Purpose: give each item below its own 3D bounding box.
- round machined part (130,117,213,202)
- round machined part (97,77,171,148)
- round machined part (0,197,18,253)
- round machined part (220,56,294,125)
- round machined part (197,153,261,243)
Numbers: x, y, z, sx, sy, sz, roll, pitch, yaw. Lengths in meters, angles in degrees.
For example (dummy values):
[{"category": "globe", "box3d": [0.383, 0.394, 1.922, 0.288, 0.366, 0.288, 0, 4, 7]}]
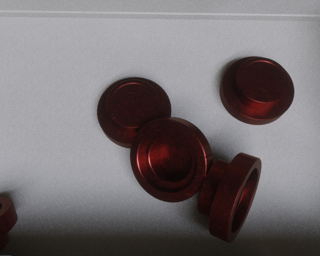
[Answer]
[{"category": "round machined part", "box3d": [0.017, 0.035, 0.370, 0.098, 0.042, 0.097, 4, 99, 28]}, {"category": "round machined part", "box3d": [-0.034, -0.025, 0.409, 0.099, 0.042, 0.098, 0, 70, 0]}, {"category": "round machined part", "box3d": [-0.206, 0.117, 0.336, 0.099, 0.098, 0.042, -13, 103, -5]}, {"category": "round machined part", "box3d": [0.134, -0.056, 0.422, 0.099, 0.042, 0.098, 0, 70, 0]}, {"category": "round machined part", "box3d": [0.076, 0.073, 0.348, 0.042, 0.098, 0.098, 19, 70, 28]}]
